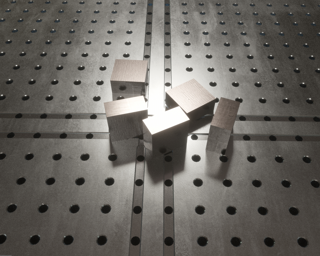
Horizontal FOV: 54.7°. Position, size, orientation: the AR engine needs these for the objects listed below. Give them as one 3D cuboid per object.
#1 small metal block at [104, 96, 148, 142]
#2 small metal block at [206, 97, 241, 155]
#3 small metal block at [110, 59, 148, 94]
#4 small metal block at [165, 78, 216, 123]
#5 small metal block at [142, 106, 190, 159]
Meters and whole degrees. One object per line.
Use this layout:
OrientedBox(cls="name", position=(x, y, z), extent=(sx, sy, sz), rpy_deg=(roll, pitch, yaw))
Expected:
OrientedBox(cls="small metal block", position=(-0.043, -0.011, 0.400), extent=(0.050, 0.050, 0.025), rpy_deg=(-12, 51, -10))
OrientedBox(cls="small metal block", position=(0.080, -0.002, 0.394), extent=(0.025, 0.050, 0.050), rpy_deg=(17, 52, 13))
OrientedBox(cls="small metal block", position=(-0.046, -0.079, 0.473), extent=(0.050, 0.025, 0.050), rpy_deg=(3, 50, 2))
OrientedBox(cls="small metal block", position=(0.043, -0.038, 0.440), extent=(0.050, 0.025, 0.050), rpy_deg=(-27, 55, -21))
OrientedBox(cls="small metal block", position=(0.007, 0.006, 0.386), extent=(0.050, 0.050, 0.025), rpy_deg=(-22, 54, -18))
